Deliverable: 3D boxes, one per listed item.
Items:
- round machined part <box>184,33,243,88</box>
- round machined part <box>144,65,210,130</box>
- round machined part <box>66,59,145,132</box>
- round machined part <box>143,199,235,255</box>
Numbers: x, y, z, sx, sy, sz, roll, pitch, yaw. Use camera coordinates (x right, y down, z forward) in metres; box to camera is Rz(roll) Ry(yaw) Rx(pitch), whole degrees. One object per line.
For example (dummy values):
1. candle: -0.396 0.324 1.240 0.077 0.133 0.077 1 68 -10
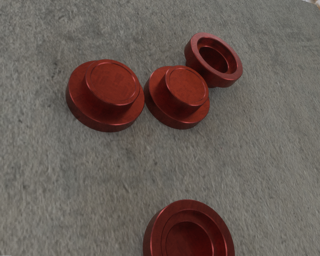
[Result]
1. round machined part: 0.081 -0.103 0.498 0.099 0.042 0.098 17 51 -22
2. round machined part: 0.030 -0.050 0.441 0.099 0.042 0.098 14 56 -21
3. round machined part: -0.064 -0.047 0.388 0.099 0.042 0.098 14 56 -21
4. round machined part: 0.027 0.130 0.330 0.099 0.042 0.098 14 56 -21
